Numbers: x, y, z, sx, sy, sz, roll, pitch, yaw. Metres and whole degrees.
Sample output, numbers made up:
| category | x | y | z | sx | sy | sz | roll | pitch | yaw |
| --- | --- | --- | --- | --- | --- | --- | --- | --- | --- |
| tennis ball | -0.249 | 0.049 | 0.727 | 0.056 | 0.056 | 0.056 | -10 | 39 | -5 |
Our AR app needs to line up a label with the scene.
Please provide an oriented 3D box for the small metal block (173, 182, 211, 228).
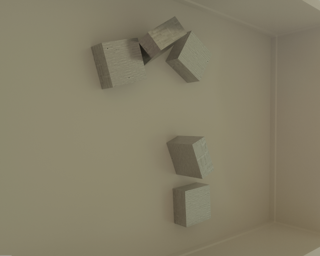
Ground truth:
| category | x | y | z | sx | sy | sz | roll | pitch | yaw |
| --- | --- | --- | --- | --- | --- | --- | --- | --- | --- |
| small metal block | 0.046 | 0.109 | 0.445 | 0.050 | 0.025 | 0.050 | -5 | 93 | -40 |

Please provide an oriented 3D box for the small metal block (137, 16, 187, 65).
| category | x | y | z | sx | sy | sz | roll | pitch | yaw |
| --- | --- | --- | --- | --- | --- | --- | --- | --- | --- |
| small metal block | -0.003 | -0.106 | 0.384 | 0.050 | 0.050 | 0.025 | -41 | 98 | -32 |

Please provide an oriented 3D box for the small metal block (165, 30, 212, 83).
| category | x | y | z | sx | sy | sz | roll | pitch | yaw |
| --- | --- | --- | --- | --- | --- | --- | --- | --- | --- |
| small metal block | 0.042 | -0.100 | 0.441 | 0.050 | 0.025 | 0.050 | 39 | 66 | -33 |

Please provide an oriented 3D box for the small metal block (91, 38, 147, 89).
| category | x | y | z | sx | sy | sz | roll | pitch | yaw |
| --- | --- | --- | --- | --- | --- | --- | --- | --- | --- |
| small metal block | -0.048 | -0.076 | 0.366 | 0.050 | 0.025 | 0.050 | -22 | 104 | -38 |

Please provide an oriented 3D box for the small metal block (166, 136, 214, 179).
| category | x | y | z | sx | sy | sz | roll | pitch | yaw |
| --- | --- | --- | --- | --- | --- | --- | --- | --- | --- |
| small metal block | 0.041 | 0.039 | 0.425 | 0.025 | 0.050 | 0.050 | -29 | 109 | -36 |
